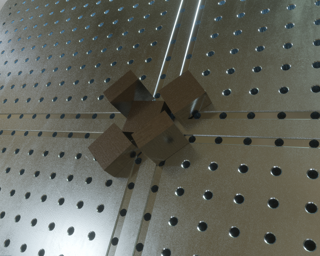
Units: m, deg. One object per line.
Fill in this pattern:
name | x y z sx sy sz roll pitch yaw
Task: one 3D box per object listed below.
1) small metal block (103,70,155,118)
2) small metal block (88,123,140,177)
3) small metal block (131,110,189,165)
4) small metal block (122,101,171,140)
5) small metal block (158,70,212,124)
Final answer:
small metal block | -0.044 -0.047 0.444 0.050 0.050 0.025 -40 52 2
small metal block | -0.063 0.029 0.424 0.050 0.025 0.050 -44 51 -3
small metal block | 0.001 0.013 0.384 0.050 0.050 0.025 -36 51 4
small metal block | -0.017 -0.010 0.423 0.050 0.025 0.050 3 62 31
small metal block | 0.033 -0.042 0.417 0.050 0.025 0.050 -35 51 6
